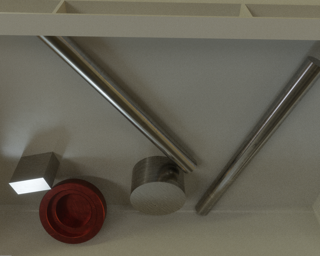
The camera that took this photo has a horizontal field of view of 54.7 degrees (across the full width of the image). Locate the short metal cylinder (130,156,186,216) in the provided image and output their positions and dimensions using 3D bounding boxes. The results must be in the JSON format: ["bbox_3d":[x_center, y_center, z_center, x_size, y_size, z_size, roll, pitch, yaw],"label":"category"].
[{"bbox_3d":[-0.003,0.088,0.468,0.081,0.050,0.079,0,130,0],"label":"short metal cylinder"}]

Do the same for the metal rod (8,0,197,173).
[{"bbox_3d":[-0.047,-0.033,0.379,0.025,0.025,0.300,-31,124,23],"label":"metal rod"}]

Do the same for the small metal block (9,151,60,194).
[{"bbox_3d":[-0.178,0.064,0.445,0.050,0.050,0.025,-10,130,8],"label":"small metal block"}]

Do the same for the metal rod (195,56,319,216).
[{"bbox_3d":[0.124,0.032,0.438,0.025,0.025,0.298,16,128,-14],"label":"metal rod"}]

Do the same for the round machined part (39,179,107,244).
[{"bbox_3d":[-0.132,0.126,0.485,0.099,0.042,0.097,0,98,1],"label":"round machined part"}]
